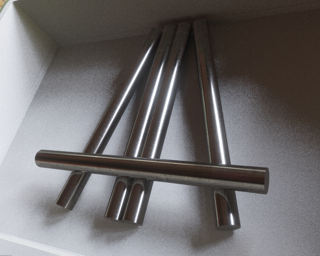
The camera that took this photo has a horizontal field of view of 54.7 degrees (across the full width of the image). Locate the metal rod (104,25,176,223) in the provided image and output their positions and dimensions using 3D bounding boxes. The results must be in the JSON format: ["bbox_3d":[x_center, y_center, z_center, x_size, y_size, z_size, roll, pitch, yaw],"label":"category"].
[{"bbox_3d":[-0.018,-0.023,0.428,0.025,0.025,0.300,1,62,29],"label":"metal rod"}]

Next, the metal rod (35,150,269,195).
[{"bbox_3d":[-0.032,0.046,0.360,0.300,0.025,0.025,1,63,29],"label":"metal rod"}]

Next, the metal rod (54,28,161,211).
[{"bbox_3d":[-0.066,-0.025,0.454,0.025,0.025,0.300,13,68,33],"label":"metal rod"}]

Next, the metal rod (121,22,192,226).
[{"bbox_3d":[0.003,-0.023,0.417,0.025,0.025,0.300,1,62,29],"label":"metal rod"}]

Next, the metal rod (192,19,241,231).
[{"bbox_3d":[0.064,-0.027,0.387,0.025,0.025,0.299,-15,56,20],"label":"metal rod"}]
